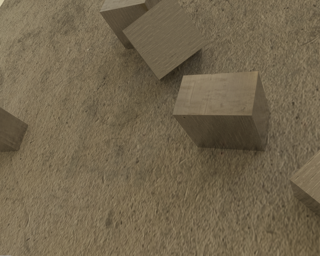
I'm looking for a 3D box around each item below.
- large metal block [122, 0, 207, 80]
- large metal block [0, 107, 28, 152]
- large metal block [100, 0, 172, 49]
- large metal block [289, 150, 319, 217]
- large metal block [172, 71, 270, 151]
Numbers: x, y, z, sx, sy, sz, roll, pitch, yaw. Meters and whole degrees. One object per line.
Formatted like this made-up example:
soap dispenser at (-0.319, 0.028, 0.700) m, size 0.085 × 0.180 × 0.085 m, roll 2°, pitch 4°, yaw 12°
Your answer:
large metal block at (0.006, -0.124, 0.433) m, size 0.080 × 0.080 × 0.050 m, roll -37°, pitch 8°, yaw 3°
large metal block at (-0.288, 0.002, 0.519) m, size 0.080 × 0.080 × 0.050 m, roll -6°, pitch 59°, yaw 25°
large metal block at (-0.034, -0.178, 0.494) m, size 0.080 × 0.080 × 0.050 m, roll 1°, pitch 60°, yaw 29°
large metal block at (0.174, 0.051, 0.265) m, size 0.080 × 0.050 × 0.080 m, roll -44°, pitch 51°, yaw -2°
large metal block at (0.071, -0.016, 0.341) m, size 0.080 × 0.080 × 0.050 m, roll 2°, pitch 63°, yaw 29°
